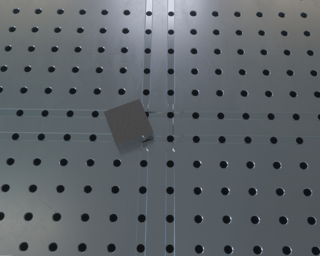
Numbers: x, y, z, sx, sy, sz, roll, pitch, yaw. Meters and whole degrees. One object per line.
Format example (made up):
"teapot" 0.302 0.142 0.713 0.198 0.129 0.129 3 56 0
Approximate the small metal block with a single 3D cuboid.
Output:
"small metal block" -0.041 -0.004 0.413 0.050 0.025 0.050 -21 71 -8
